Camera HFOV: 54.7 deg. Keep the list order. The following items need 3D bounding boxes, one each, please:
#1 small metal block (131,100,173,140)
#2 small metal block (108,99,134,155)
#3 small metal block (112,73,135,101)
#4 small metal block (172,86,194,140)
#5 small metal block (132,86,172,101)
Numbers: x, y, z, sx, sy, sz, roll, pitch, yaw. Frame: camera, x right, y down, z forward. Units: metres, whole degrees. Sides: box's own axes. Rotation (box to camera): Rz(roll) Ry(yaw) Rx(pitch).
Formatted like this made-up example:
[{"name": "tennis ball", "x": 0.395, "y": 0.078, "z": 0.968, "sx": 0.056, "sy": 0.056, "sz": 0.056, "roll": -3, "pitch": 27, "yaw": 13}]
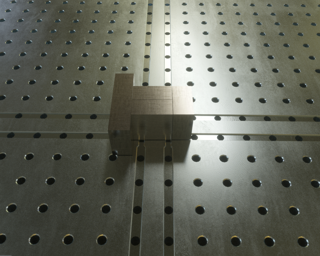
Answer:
[{"name": "small metal block", "x": -0.010, "y": -0.010, "z": 0.399, "sx": 0.050, "sy": 0.050, "sz": 0.025, "roll": 0, "pitch": 50, "yaw": -1}, {"name": "small metal block", "x": -0.048, "y": -0.001, "z": 0.390, "sx": 0.025, "sy": 0.050, "sz": 0.050, "roll": 0, "pitch": 50, "yaw": 0}, {"name": "small metal block", "x": -0.048, "y": -0.039, "z": 0.423, "sx": 0.025, "sy": 0.050, "sz": 0.050, "roll": 0, "pitch": 50, "yaw": 0}, {"name": "small metal block", "x": 0.028, "y": -0.020, "z": 0.407, "sx": 0.025, "sy": 0.050, "sz": 0.050, "roll": 0, "pitch": 50, "yaw": 0}, {"name": "small metal block", "x": -0.010, "y": -0.029, "z": 0.415, "sx": 0.050, "sy": 0.050, "sz": 0.025, "roll": 0, "pitch": 50, "yaw": -1}]
